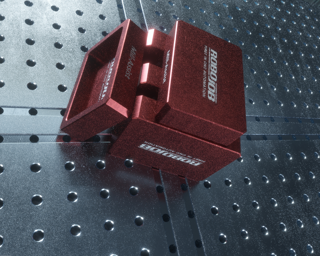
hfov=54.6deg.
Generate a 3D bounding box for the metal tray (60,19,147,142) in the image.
[{"bbox_3d":[-0.064,-0.057,0.363,0.030,0.090,0.130,35,47,-34],"label":"metal tray"}]

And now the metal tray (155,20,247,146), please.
[{"bbox_3d":[0.048,-0.053,0.346,0.091,0.030,0.130,19,54,-17],"label":"metal tray"}]

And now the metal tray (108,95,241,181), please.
[{"bbox_3d":[0.016,0.018,0.363,0.131,0.090,0.030,19,55,-17],"label":"metal tray"}]

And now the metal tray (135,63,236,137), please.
[{"bbox_3d":[0.021,-0.021,0.389,0.131,0.090,0.030,19,53,-19],"label":"metal tray"}]

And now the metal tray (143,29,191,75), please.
[{"bbox_3d":[0.028,-0.070,0.422,0.131,0.090,0.030,19,55,-17],"label":"metal tray"}]
